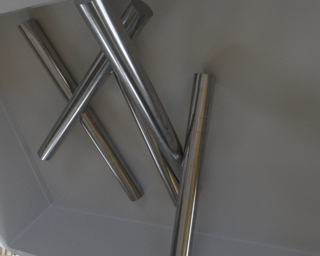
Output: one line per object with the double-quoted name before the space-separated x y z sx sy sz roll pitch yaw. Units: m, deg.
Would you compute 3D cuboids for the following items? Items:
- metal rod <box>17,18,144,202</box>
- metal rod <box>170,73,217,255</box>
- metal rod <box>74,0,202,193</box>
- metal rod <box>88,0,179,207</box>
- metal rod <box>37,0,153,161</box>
"metal rod" -0.108 -0.016 0.455 0.025 0.025 0.299 -19 109 35
"metal rod" 0.033 0.087 0.365 0.025 0.025 0.298 10 97 23
"metal rod" -0.001 -0.005 0.331 0.025 0.025 0.299 3 144 27
"metal rod" -0.024 -0.019 0.409 0.025 0.025 0.299 -10 114 32
"metal rod" -0.101 -0.039 0.403 0.025 0.025 0.299 44 129 -2
